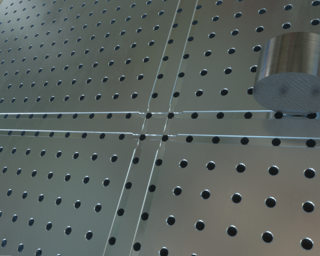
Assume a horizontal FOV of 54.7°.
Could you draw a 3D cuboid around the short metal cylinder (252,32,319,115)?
[{"bbox_3d":[0.144,-0.056,0.331,0.080,0.080,0.050,3,64,29],"label":"short metal cylinder"}]
